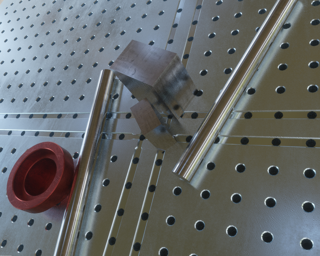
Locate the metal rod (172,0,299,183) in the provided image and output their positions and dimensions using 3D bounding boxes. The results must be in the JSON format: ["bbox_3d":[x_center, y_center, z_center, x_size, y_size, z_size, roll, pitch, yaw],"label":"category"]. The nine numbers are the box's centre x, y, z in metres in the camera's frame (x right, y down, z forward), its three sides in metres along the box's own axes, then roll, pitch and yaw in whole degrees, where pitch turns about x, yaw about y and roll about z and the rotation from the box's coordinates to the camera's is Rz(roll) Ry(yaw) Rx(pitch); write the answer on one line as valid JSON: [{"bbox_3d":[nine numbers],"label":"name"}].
[{"bbox_3d":[0.104,-0.065,0.393,0.025,0.025,0.300,23,74,36],"label":"metal rod"}]

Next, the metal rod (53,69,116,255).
[{"bbox_3d":[-0.101,0.043,0.432,0.025,0.025,0.299,-7,59,24],"label":"metal rod"}]

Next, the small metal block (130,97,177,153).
[{"bbox_3d":[-0.008,-0.003,0.397,0.025,0.050,0.050,-34,52,6],"label":"small metal block"}]

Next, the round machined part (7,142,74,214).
[{"bbox_3d":[-0.161,0.072,0.436,0.098,0.042,0.098,-13,56,20],"label":"round machined part"}]

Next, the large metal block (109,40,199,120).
[{"bbox_3d":[-0.006,-0.064,0.414,0.080,0.080,0.050,28,77,37],"label":"large metal block"}]
